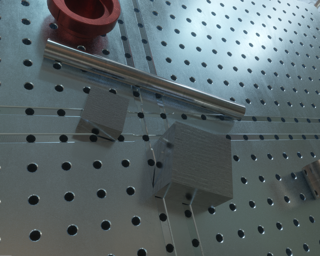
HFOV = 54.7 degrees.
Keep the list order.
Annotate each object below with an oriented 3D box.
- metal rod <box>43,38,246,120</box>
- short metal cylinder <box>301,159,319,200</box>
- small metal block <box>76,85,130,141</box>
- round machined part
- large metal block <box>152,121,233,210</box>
[{"bbox_3d":[-0.008,-0.063,0.444,0.302,0.025,0.025,16,55,-20],"label":"metal rod"},{"bbox_3d":[0.268,0.073,0.476,0.081,0.080,0.050,-3,64,-30],"label":"short metal cylinder"},{"bbox_3d":[-0.069,-0.018,0.383,0.050,0.025,0.050,20,54,-17],"label":"small metal block"},{"bbox_3d":[-0.110,-0.168,0.442,0.099,0.042,0.098,14,56,-21],"label":"round machined part"},{"bbox_3d":[0.042,0.048,0.387,0.081,0.050,0.080,19,54,-18],"label":"large metal block"}]
